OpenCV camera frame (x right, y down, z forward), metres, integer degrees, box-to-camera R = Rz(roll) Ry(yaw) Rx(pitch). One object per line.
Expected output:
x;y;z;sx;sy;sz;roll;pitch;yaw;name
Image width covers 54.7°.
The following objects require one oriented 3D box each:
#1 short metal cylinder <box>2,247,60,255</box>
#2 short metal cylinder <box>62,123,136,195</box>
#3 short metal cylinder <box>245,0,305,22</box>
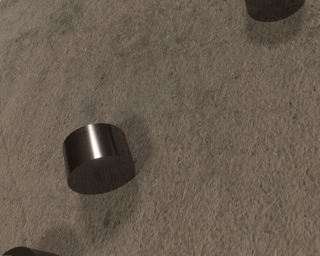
-0.151;0.182;0.354;0.080;0.050;0.080;-13;56;20;short metal cylinder
-0.076;0.039;0.383;0.080;0.080;0.050;-29;52;9;short metal cylinder
0.155;-0.194;0.425;0.080;0.050;0.080;-13;56;20;short metal cylinder
